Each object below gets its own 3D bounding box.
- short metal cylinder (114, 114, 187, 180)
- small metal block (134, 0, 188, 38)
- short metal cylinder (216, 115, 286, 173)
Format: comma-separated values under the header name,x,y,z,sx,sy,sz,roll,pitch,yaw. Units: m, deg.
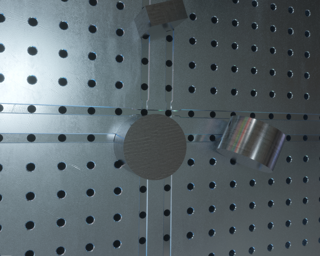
name,x,y,z,sx,sy,sz,roll,pitch,yaw
short metal cylinder,-0.013,0.023,0.394,0.081,0.050,0.080,0,90,-21
small metal block,0.000,-0.141,0.399,0.050,0.050,0.025,-20,97,-19
short metal cylinder,0.126,0.023,0.430,0.080,0.080,0.050,28,81,-18
